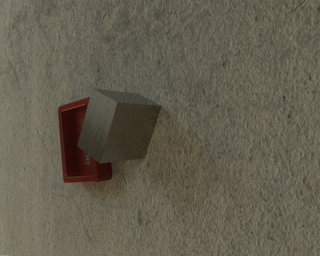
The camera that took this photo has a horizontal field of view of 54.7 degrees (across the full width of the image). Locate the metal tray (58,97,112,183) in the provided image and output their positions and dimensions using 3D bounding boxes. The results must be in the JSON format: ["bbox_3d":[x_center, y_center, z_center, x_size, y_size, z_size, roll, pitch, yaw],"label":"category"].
[{"bbox_3d":[-0.124,0.022,0.503,0.090,0.030,0.129,-10,84,39],"label":"metal tray"}]

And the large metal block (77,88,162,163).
[{"bbox_3d":[-0.053,-0.003,0.413,0.050,0.081,0.079,29,108,36],"label":"large metal block"}]
